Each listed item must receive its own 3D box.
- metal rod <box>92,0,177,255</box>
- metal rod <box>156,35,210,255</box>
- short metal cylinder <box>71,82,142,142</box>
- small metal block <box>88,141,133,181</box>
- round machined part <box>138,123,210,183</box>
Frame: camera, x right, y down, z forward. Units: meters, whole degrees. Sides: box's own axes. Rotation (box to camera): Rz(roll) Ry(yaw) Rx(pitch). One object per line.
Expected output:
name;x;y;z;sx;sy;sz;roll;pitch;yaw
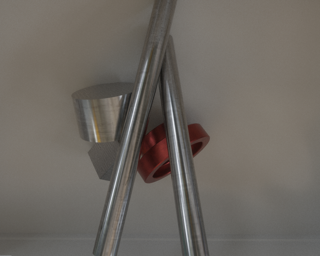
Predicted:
metal rod;-0.023;-0.015;0.335;0.025;0.025;0.299;14;83;-5
metal rod;0.022;0.032;0.322;0.025;0.025;0.299;-9;69;3
short metal cylinder;-0.061;-0.021;0.373;0.080;0.080;0.050;-6;110;1
small metal block;-0.063;0.034;0.407;0.025;0.050;0.050;24;112;-46
round machined part;0.011;0.024;0.391;0.098;0.098;0.042;-40;71;13
